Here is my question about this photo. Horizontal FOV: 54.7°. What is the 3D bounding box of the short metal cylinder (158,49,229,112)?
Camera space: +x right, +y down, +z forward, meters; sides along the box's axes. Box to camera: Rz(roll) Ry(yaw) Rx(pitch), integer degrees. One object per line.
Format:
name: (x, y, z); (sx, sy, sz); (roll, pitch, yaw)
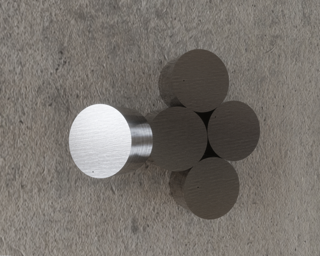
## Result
short metal cylinder: (0.044, -0.060, 0.413); (0.081, 0.050, 0.080); (0, 90, -20)

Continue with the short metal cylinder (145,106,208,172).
short metal cylinder: (0.014, 0.013, 0.402); (0.081, 0.050, 0.080); (0, 90, -20)

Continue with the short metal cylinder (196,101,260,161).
short metal cylinder: (0.090, 0.004, 0.430); (0.081, 0.050, 0.080); (0, 90, -20)

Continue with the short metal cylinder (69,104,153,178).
short metal cylinder: (-0.055, 0.014, 0.355); (0.080, 0.050, 0.080); (-1, 89, 24)

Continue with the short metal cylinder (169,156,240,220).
short metal cylinder: (0.059, 0.077, 0.419); (0.081, 0.050, 0.080); (0, 90, -20)
